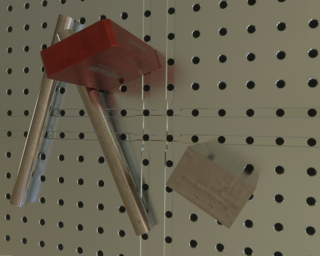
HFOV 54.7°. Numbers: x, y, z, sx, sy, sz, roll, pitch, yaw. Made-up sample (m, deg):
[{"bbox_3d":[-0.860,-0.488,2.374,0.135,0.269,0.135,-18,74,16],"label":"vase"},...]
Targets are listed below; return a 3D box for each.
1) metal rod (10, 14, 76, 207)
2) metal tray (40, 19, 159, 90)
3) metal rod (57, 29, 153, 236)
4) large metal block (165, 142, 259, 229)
[{"bbox_3d":[-0.181,-0.022,0.476,0.025,0.025,0.298,19,96,19],"label":"metal rod"},{"bbox_3d":[-0.066,-0.082,0.380,0.090,0.130,0.030,-20,84,19],"label":"metal tray"},{"bbox_3d":[-0.078,0.003,0.431,0.025,0.025,0.299,-24,85,18],"label":"metal rod"},{"bbox_3d":[0.064,0.061,0.361,0.080,0.080,0.050,33,101,17],"label":"large metal block"}]
